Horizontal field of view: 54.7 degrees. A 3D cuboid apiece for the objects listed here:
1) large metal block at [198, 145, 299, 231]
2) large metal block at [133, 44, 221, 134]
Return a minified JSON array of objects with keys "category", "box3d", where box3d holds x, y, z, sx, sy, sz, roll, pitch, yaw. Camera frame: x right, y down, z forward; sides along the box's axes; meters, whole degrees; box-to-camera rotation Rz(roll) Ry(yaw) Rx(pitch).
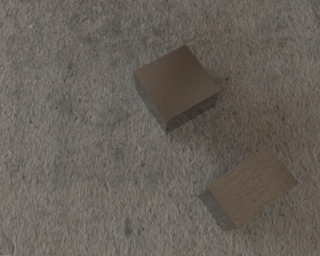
[{"category":"large metal block","box3d":[0.096,0.071,0.354,0.080,0.080,0.050,-32,74,-11]},{"category":"large metal block","box3d":[0.021,-0.051,0.414,0.080,0.050,0.080,-30,73,-11]}]
